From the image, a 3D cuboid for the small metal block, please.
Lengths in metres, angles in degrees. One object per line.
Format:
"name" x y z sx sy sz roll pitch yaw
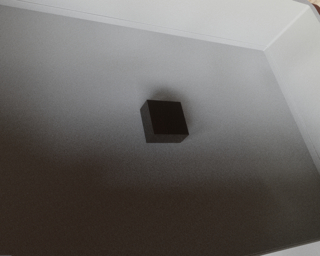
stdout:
"small metal block" 0.005 -0.008 0.408 0.050 0.025 0.050 1 61 -27
